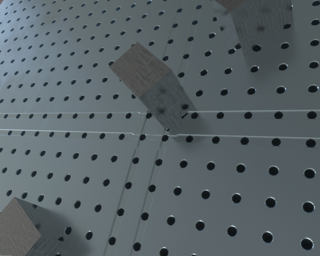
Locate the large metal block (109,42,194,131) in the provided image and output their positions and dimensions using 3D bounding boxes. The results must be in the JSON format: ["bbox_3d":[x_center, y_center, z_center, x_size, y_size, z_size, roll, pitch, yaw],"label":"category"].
[{"bbox_3d":[-0.010,-0.055,0.411,0.050,0.080,0.080,-42,51,-1],"label":"large metal block"}]

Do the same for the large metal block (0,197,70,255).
[{"bbox_3d":[-0.177,0.149,0.392,0.080,0.050,0.080,32,79,37],"label":"large metal block"}]

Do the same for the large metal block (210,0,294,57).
[{"bbox_3d":[0.121,-0.156,0.405,0.080,0.080,0.050,-36,52,4],"label":"large metal block"}]
